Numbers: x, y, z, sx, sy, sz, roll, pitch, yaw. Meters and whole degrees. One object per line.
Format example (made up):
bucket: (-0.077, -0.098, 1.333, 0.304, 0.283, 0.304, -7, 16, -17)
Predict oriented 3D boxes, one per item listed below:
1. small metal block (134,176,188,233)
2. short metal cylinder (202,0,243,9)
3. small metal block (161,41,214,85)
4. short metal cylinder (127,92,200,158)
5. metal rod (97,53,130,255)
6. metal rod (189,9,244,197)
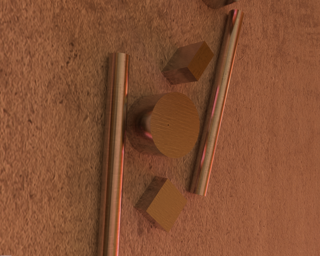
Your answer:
small metal block: (0.002, 0.100, 0.407, 0.050, 0.025, 0.050, 51, 60, -28)
short metal cylinder: (0.098, -0.228, 0.470, 0.081, 0.050, 0.079, 0, 90, -40)
small metal block: (0.037, -0.087, 0.419, 0.025, 0.050, 0.050, 47, 62, -30)
short metal cylinder: (0.004, -0.004, 0.392, 0.081, 0.050, 0.079, 0, 90, -40)
metal rod: (-0.055, 0.064, 0.358, 0.025, 0.025, 0.298, 5, 87, -40)
metal rod: (0.090, -0.045, 0.479, 0.025, 0.025, 0.299, 23, 76, -38)
